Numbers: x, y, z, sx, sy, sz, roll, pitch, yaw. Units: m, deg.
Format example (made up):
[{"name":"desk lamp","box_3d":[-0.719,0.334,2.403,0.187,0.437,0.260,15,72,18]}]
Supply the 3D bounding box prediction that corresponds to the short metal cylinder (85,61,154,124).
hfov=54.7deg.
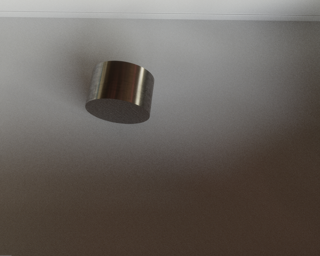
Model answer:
[{"name":"short metal cylinder","box_3d":[-0.050,-0.043,0.396,0.080,0.080,0.050,6,70,2]}]
